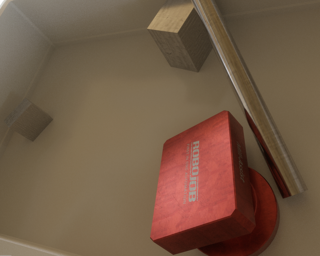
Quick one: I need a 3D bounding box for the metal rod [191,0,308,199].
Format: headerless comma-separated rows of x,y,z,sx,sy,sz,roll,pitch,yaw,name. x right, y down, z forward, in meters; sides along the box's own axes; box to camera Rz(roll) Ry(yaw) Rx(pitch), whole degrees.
0.083,-0.069,0.346,0.025,0.025,0.299,-24,71,13,metal rod

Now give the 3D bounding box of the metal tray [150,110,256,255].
0.041,0.050,0.310,0.090,0.030,0.130,-29,32,30,metal tray

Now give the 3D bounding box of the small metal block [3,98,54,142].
-0.214,-0.013,0.508,0.025,0.050,0.050,34,81,38,small metal block

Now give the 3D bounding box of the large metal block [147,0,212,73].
0.039,-0.138,0.434,0.050,0.080,0.080,20,73,35,large metal block

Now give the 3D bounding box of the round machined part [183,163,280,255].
0.066,0.080,0.311,0.098,0.042,0.098,-13,56,20,round machined part
